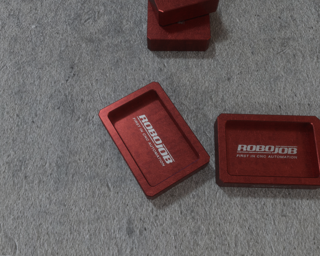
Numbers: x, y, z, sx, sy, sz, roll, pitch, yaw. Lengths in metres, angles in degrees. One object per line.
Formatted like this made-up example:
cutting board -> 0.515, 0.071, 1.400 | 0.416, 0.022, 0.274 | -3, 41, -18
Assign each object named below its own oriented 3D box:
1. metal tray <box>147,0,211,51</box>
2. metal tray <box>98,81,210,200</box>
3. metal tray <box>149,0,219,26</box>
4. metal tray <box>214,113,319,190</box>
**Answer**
metal tray -> 0.027, -0.180, 0.471 | 0.091, 0.030, 0.130 | 1, 70, 0
metal tray -> -0.009, 0.014, 0.400 | 0.090, 0.030, 0.130 | -30, 73, -11
metal tray -> 0.022, -0.220, 0.453 | 0.091, 0.030, 0.130 | -17, 71, -7
metal tray -> 0.138, 0.030, 0.395 | 0.131, 0.030, 0.090 | 2, 70, 0
